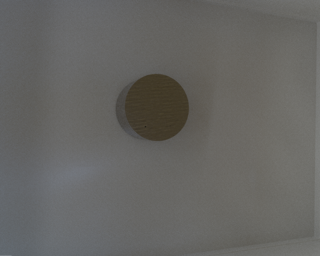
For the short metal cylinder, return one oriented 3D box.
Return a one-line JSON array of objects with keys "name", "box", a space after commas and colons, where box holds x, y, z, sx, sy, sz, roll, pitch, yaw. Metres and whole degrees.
[{"name": "short metal cylinder", "box": [-0.011, -0.024, 0.391, 0.081, 0.050, 0.080, 0, 90, -20]}]
